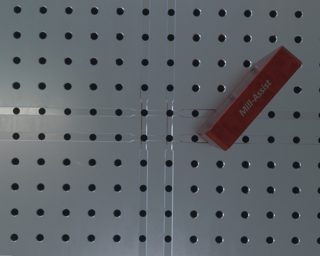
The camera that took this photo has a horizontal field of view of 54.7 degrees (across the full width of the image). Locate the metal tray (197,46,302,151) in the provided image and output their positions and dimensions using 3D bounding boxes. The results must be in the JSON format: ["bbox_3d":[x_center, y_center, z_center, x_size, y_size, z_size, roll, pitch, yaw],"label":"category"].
[{"bbox_3d":[0.103,-0.033,0.381,0.030,0.090,0.130,41,90,0],"label":"metal tray"}]
